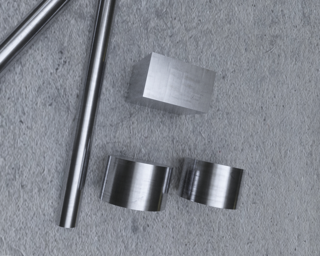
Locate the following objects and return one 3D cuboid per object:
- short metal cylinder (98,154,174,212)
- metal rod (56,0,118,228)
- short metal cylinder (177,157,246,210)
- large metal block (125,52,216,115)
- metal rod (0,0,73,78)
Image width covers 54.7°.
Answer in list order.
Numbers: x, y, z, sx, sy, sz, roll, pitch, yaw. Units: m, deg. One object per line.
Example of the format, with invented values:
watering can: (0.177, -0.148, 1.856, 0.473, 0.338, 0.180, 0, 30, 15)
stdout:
short metal cylinder: (-0.028, 0.064, 0.369, 0.081, 0.080, 0.050, 13, 86, -20)
metal rod: (-0.086, -0.032, 0.377, 0.025, 0.025, 0.298, 11, 86, -20)
short metal cylinder: (0.067, 0.070, 0.405, 0.081, 0.080, 0.050, 13, 86, -20)
large metal block: (0.010, -0.050, 0.383, 0.081, 0.080, 0.050, 13, 86, -20)
metal rod: (-0.159, -0.099, 0.349, 0.025, 0.025, 0.300, 40, 77, -16)
